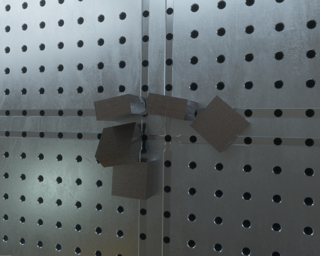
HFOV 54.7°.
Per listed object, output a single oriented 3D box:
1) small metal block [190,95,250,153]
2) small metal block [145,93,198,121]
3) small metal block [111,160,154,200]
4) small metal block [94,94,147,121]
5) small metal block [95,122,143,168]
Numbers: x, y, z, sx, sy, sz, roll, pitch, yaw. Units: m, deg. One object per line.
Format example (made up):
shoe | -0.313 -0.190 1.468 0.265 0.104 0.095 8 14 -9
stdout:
small metal block | 0.075 -0.005 0.386 0.050 0.025 0.050 44 103 14
small metal block | 0.016 -0.026 0.393 0.050 0.050 0.025 12 94 19
small metal block | -0.037 0.068 0.425 0.050 0.025 0.050 3 91 19
small metal block | -0.052 -0.026 0.417 0.050 0.050 0.025 -10 87 19
small metal block | -0.054 0.023 0.416 0.050 0.025 0.050 -10 45 19
